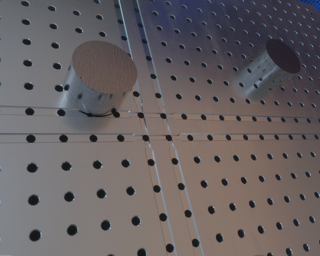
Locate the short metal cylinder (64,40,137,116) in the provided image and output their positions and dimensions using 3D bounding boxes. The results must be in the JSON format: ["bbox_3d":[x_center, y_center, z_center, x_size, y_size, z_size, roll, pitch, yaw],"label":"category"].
[{"bbox_3d":[-0.075,-0.063,0.391,0.081,0.050,0.080,14,56,-21],"label":"short metal cylinder"}]

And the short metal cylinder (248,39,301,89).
[{"bbox_3d":[0.215,-0.120,0.584,0.081,0.050,0.080,14,56,-21],"label":"short metal cylinder"}]
